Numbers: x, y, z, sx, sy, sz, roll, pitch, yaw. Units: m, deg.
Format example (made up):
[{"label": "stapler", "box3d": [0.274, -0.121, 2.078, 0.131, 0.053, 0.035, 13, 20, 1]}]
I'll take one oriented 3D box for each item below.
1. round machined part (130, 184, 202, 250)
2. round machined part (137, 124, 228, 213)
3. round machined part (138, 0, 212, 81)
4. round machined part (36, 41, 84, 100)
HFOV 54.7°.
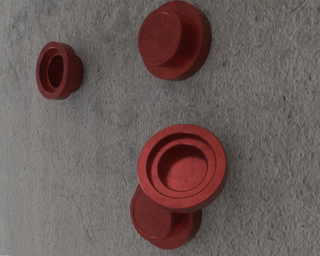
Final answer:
[{"label": "round machined part", "box3d": [0.000, 0.105, 0.394, 0.098, 0.042, 0.097, 0, 90, 40]}, {"label": "round machined part", "box3d": [0.027, 0.048, 0.352, 0.098, 0.042, 0.098, -7, 61, 13]}, {"label": "round machined part", "box3d": [0.011, -0.109, 0.385, 0.098, 0.042, 0.097, 0, 90, 40]}, {"label": "round machined part", "box3d": [-0.169, -0.096, 0.534, 0.098, 0.042, 0.097, 0, 90, 40]}]
